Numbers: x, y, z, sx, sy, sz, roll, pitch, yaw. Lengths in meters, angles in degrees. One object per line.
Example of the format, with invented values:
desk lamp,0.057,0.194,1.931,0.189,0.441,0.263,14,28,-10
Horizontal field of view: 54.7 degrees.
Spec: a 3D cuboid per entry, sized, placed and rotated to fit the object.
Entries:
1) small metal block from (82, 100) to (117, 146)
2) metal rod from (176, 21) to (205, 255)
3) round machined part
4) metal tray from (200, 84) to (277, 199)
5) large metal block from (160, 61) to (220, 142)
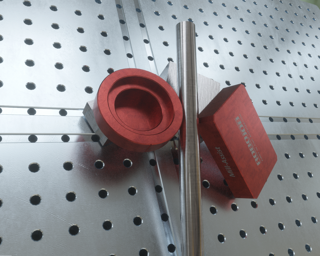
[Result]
small metal block,-0.058,-0.013,0.381,0.050,0.025,0.050,-25,75,-37
metal rod,0.034,0.015,0.362,0.025,0.025,0.299,6,75,-25
round machined part,-0.027,-0.016,0.353,0.099,0.042,0.098,11,58,-19
metal tray,0.106,0.018,0.414,0.090,0.030,0.130,-45,113,-38
large metal block,0.034,-0.033,0.427,0.080,0.050,0.080,21,54,-16
